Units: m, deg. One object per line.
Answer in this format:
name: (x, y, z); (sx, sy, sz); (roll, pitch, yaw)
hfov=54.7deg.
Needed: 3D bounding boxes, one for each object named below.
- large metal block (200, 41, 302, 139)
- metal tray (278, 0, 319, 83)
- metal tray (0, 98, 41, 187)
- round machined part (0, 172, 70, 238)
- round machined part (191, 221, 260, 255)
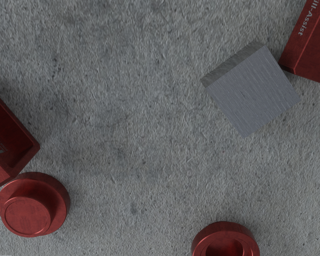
large metal block: (0.108, -0.048, 0.381); (0.080, 0.050, 0.080); (-36, 107, 12)
metal tray: (0.203, -0.116, 0.353); (0.091, 0.030, 0.129); (11, 111, -24)
metal tray: (-0.211, -0.001, 0.371); (0.030, 0.090, 0.130); (-31, 108, 11)
round machined part: (-0.183, 0.115, 0.441); (0.099, 0.042, 0.097); (0, 110, -1)
round machined part: (0.096, 0.182, 0.469); (0.099, 0.042, 0.097); (0, 110, -1)
